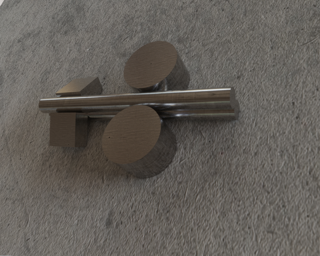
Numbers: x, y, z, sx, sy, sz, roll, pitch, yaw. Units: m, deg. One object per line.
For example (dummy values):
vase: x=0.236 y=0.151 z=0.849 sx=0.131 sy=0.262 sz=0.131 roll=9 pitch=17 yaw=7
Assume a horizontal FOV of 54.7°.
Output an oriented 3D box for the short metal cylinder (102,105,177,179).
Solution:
short metal cylinder: x=-0.025 y=0.018 z=0.391 sx=0.080 sy=0.050 sz=0.080 roll=-13 pitch=56 yaw=21

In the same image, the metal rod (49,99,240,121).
metal rod: x=-0.040 y=-0.023 z=0.441 sx=0.300 sy=0.025 sz=0.025 roll=0 pitch=62 yaw=28

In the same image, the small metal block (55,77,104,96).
small metal block: x=-0.128 y=-0.058 z=0.497 sx=0.050 sy=0.025 sz=0.050 roll=0 pitch=35 yaw=28

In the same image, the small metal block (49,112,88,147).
small metal block: x=-0.137 y=0.003 z=0.463 sx=0.050 sy=0.025 sz=0.050 roll=1 pitch=89 yaw=28

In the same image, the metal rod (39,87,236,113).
metal rod: x=-0.050 y=-0.035 z=0.421 sx=0.300 sy=0.025 sz=0.025 roll=0 pitch=62 yaw=28

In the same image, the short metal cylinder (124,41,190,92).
short metal cylinder: x=-0.004 y=-0.075 z=0.437 sx=0.080 sy=0.050 sz=0.080 roll=-13 pitch=56 yaw=21
